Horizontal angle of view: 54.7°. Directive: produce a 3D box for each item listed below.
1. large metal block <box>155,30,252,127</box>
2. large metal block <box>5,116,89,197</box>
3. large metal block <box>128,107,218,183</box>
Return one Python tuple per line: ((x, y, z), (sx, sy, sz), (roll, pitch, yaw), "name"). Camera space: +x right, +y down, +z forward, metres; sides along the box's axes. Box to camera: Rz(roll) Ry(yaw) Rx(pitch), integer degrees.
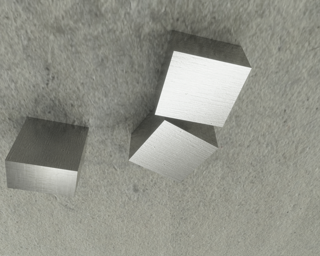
((0.043, -0.053, 0.346), (0.081, 0.050, 0.079), (10, 129, -9), "large metal block")
((-0.141, 0.036, 0.400), (0.081, 0.080, 0.050), (11, 129, -9), "large metal block")
((0.016, 0.017, 0.406), (0.080, 0.050, 0.080), (27, 125, -22), "large metal block")
